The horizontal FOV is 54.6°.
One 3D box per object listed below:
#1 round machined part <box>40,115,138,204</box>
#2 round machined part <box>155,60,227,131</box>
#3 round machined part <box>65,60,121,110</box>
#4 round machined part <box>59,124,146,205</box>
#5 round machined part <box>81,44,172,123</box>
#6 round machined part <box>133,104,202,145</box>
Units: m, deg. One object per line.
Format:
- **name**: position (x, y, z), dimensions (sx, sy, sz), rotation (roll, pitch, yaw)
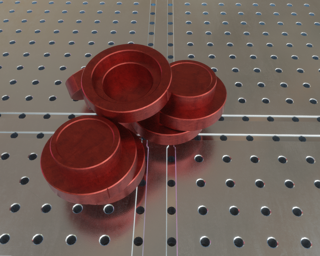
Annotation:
- **round machined part**: position (-0.073, 0.025, 0.320), dimensions (0.099, 0.042, 0.098), rotation (0, 50, 0)
- **round machined part**: position (0.033, -0.047, 0.380), dimensions (0.099, 0.042, 0.098), rotation (0, 49, 0)
- **round machined part**: position (-0.072, -0.056, 0.419), dimensions (0.099, 0.098, 0.042), rotation (-22, 89, -17)
- **round machined part**: position (-0.066, 0.031, 0.343), dimensions (0.099, 0.042, 0.098), rotation (0, 50, 0)
- **round machined part**: position (-0.035, -0.046, 0.352), dimensions (0.098, 0.042, 0.098), rotation (-1, 58, 2)
- **round machined part**: position (0.011, -0.029, 0.394), dimensions (0.099, 0.042, 0.098), rotation (0, 50, 0)
